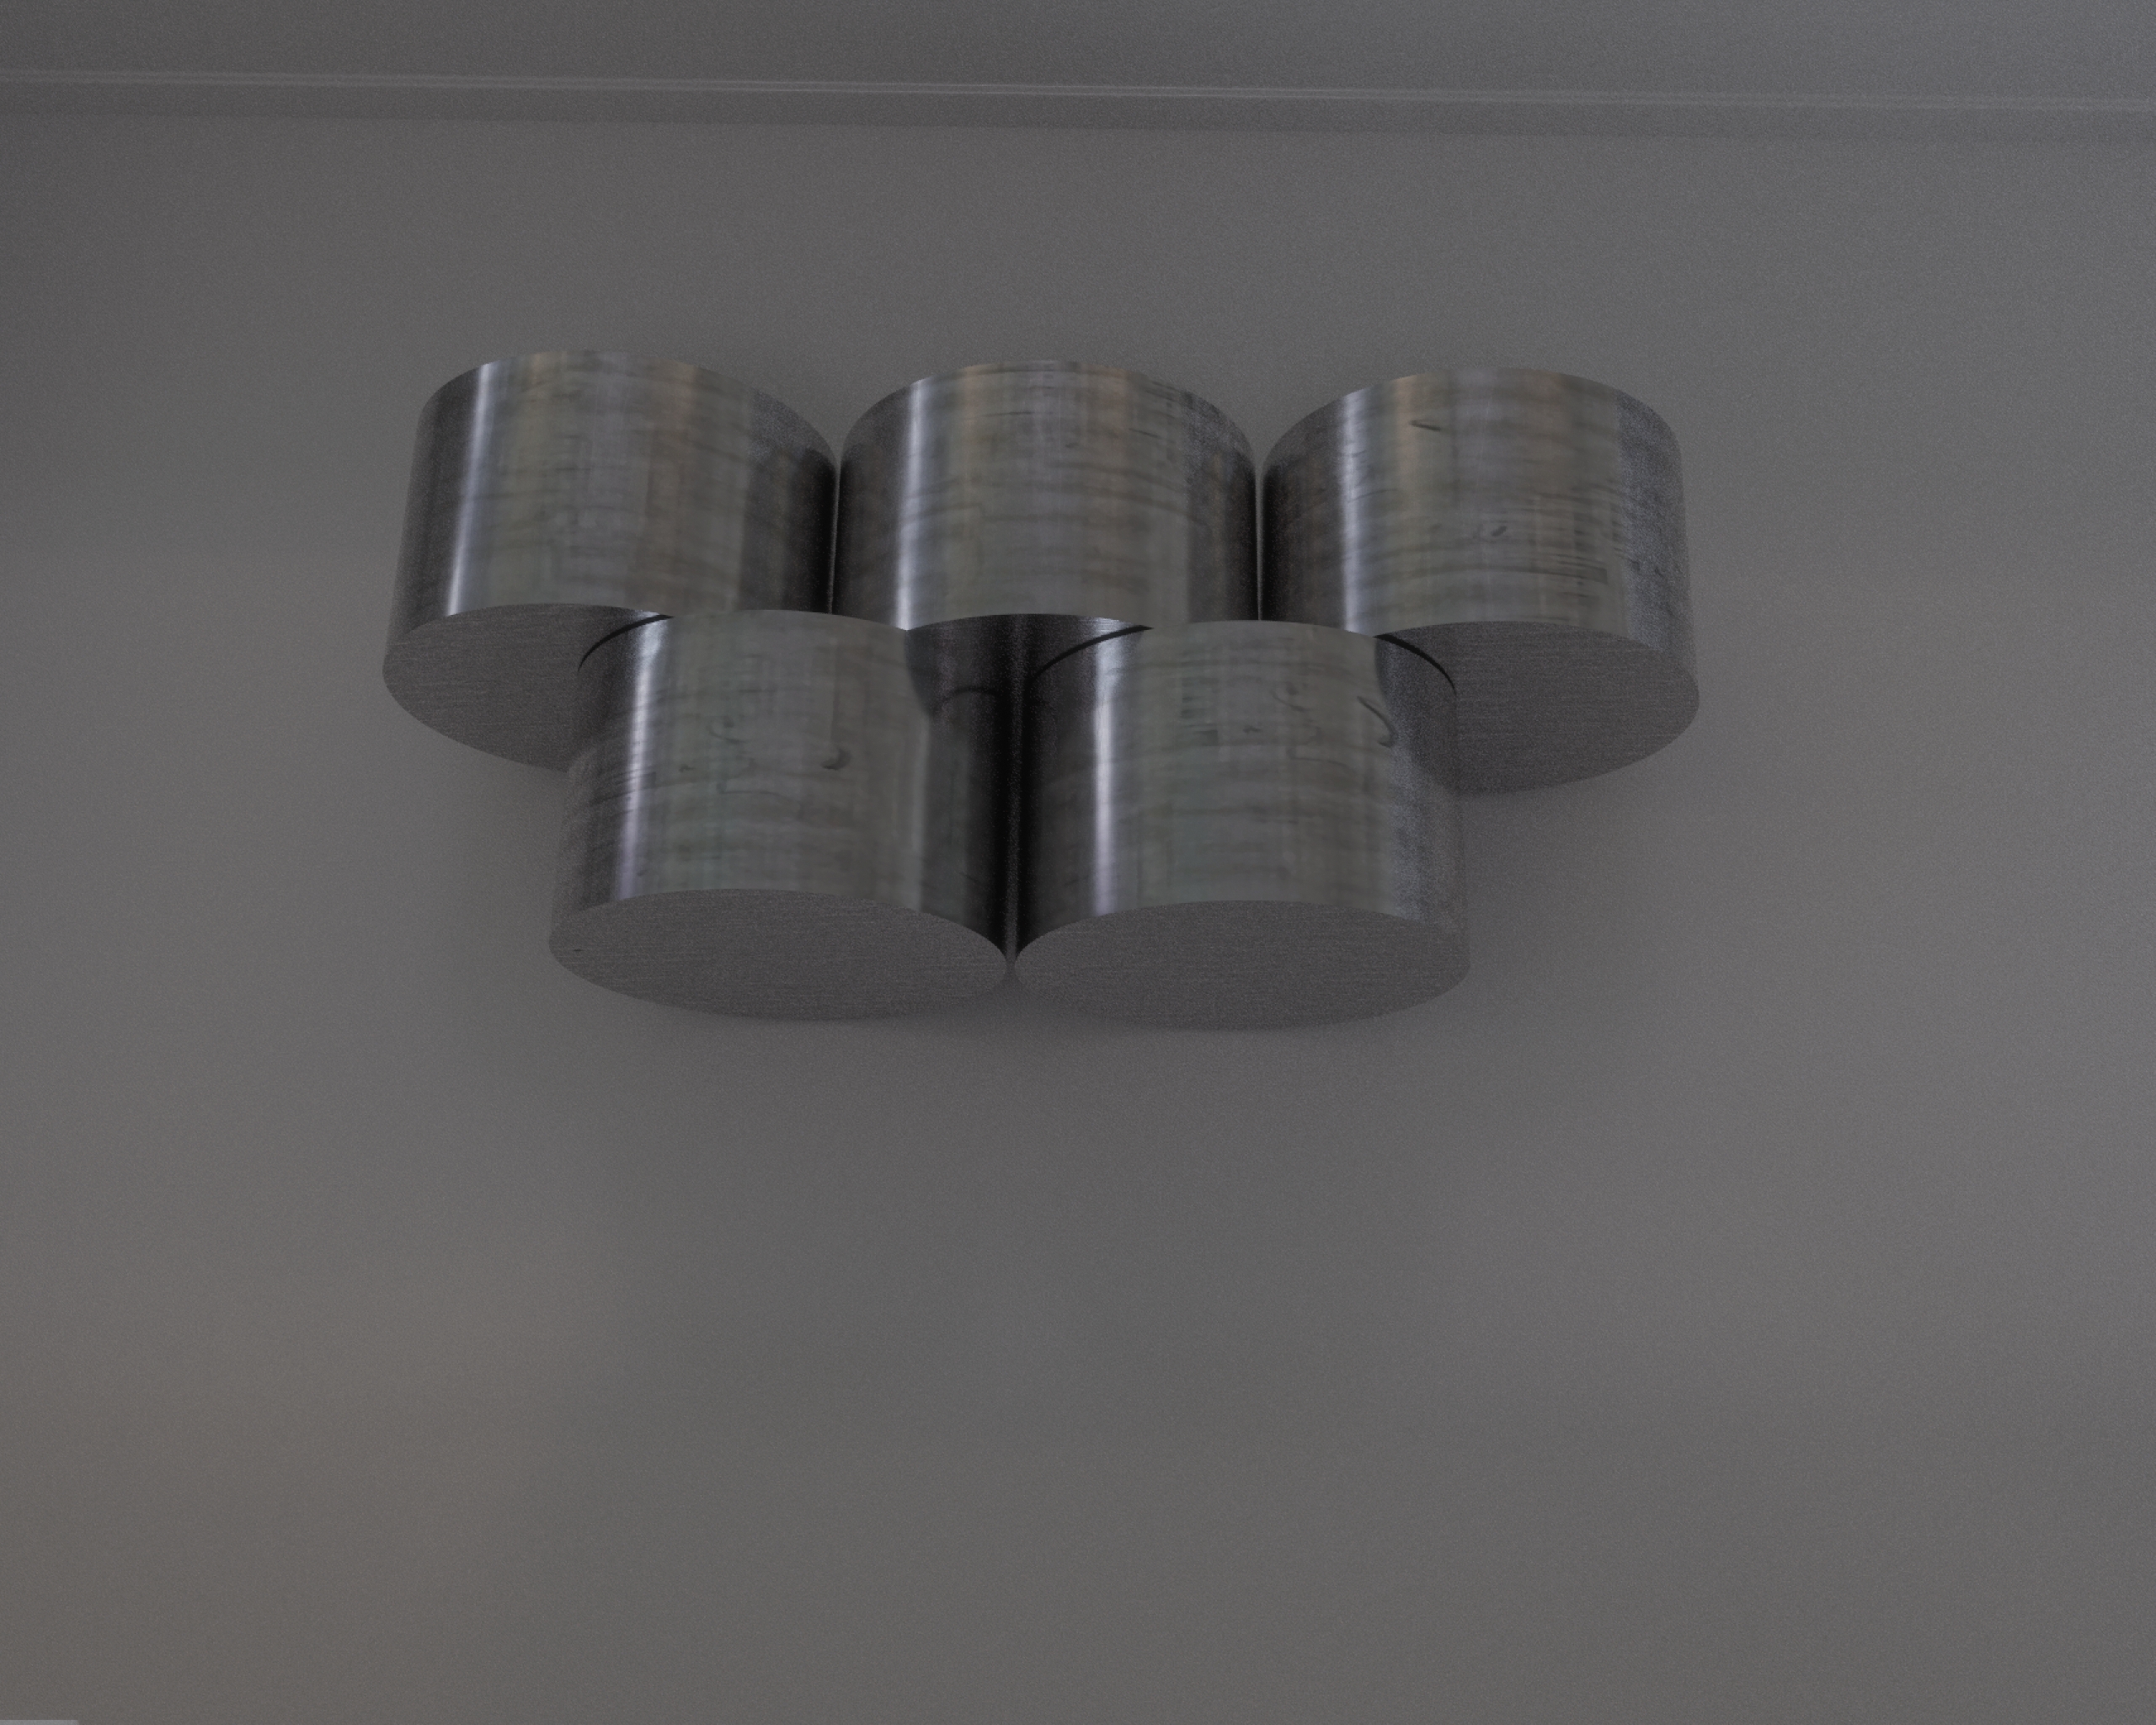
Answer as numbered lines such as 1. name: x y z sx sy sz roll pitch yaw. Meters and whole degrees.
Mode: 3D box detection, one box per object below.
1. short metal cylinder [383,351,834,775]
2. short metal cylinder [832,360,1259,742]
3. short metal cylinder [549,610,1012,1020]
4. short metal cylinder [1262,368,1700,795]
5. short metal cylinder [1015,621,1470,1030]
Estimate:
1. short metal cylinder: -0.087 -0.054 0.398 0.080 0.080 0.050 1 70 0
2. short metal cylinder: -0.006 -0.052 0.397 0.080 0.080 0.050 1 70 0
3. short metal cylinder: -0.053 -0.006 0.380 0.080 0.080 0.050 1 70 0
4. short metal cylinder: 0.075 -0.051 0.397 0.080 0.080 0.050 2 70 0
5. short metal cylinder: 0.029 -0.004 0.380 0.080 0.080 0.050 1 70 0
